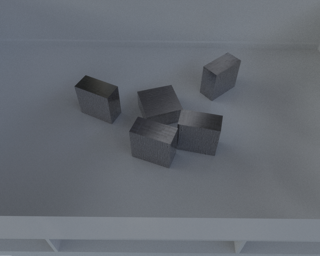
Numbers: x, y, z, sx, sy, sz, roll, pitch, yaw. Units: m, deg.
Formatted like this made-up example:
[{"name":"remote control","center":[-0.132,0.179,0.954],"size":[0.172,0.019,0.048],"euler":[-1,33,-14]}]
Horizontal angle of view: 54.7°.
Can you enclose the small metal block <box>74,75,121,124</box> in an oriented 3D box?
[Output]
[{"name":"small metal block","center":[-0.083,-0.038,0.420],"size":[0.050,0.050,0.025],"euler":[21,53,16]}]

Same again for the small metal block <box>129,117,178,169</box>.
[{"name":"small metal block","center":[-0.007,0.018,0.374],"size":[0.050,0.050,0.025],"euler":[17,52,13]}]

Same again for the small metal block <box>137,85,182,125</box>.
[{"name":"small metal block","center":[-0.001,-0.030,0.430],"size":[0.050,0.025,0.050],"euler":[-13,51,-11]}]

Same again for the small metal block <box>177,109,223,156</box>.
[{"name":"small metal block","center":[0.048,0.006,0.384],"size":[0.050,0.050,0.025],"euler":[10,51,8]}]

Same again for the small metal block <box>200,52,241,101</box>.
[{"name":"small metal block","center":[0.088,-0.075,0.453],"size":[0.050,0.050,0.025],"euler":[-33,58,-25]}]
